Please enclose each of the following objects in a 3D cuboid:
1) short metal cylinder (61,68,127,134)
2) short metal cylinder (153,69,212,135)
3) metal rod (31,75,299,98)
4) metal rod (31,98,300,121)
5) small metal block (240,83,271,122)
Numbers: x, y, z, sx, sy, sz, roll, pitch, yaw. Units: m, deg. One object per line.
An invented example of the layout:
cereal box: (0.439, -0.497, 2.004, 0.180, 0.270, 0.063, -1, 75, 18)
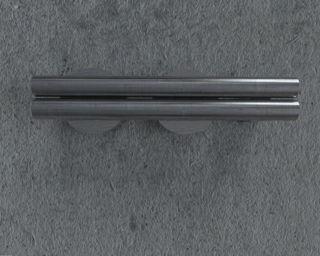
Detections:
short metal cylinder: (-0.080, -0.033, 0.397, 0.081, 0.050, 0.080, 0, 90, 0)
short metal cylinder: (0.031, -0.032, 0.399, 0.081, 0.050, 0.080, 0, 90, 0)
metal rod: (0.006, -0.048, 0.360, 0.302, 0.025, 0.025, 0, 90, -1)
metal rod: (0.007, -0.022, 0.360, 0.302, 0.025, 0.025, 0, 90, -1)
small metal block: (0.122, -0.033, 0.401, 0.025, 0.050, 0.050, -2, 90, 0)
